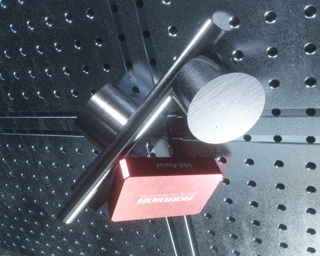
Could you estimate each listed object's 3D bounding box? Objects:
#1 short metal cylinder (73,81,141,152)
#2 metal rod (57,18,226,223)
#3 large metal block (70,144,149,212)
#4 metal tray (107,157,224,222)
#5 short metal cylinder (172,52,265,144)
[{"bbox_3d":[-0.064,-0.014,0.399,0.050,0.080,0.080,40,129,1],"label":"short metal cylinder"},{"bbox_3d":[-0.033,0.005,0.361,0.025,0.025,0.299,40,108,1],"label":"metal rod"},{"bbox_3d":[-0.073,0.063,0.450,0.050,0.080,0.080,43,129,-2],"label":"large metal block"},{"bbox_3d":[0.005,0.078,0.401,0.131,0.030,0.089,2,131,-23],"label":"metal tray"},{"bbox_3d":[0.058,-0.031,0.319,0.081,0.050,0.079,-9,126,-12],"label":"short metal cylinder"}]
